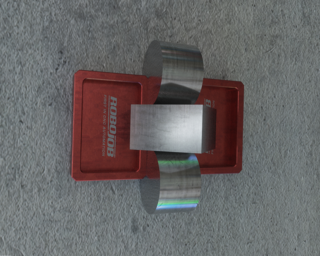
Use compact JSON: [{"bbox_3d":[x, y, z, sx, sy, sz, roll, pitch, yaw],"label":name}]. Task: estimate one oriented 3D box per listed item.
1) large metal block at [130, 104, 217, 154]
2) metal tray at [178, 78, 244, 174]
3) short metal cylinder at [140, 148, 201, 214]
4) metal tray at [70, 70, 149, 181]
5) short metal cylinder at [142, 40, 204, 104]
[{"bbox_3d":[0.019,0.000,0.366,0.080,0.080,0.050,2,90,20],"label":"large metal block"},{"bbox_3d":[0.070,-0.002,0.434,0.091,0.030,0.129,2,90,-20],"label":"metal tray"},{"bbox_3d":[0.010,0.065,0.385,0.050,0.080,0.080,2,90,-20],"label":"short metal cylinder"},{"bbox_3d":[-0.062,-0.002,0.385,0.091,0.030,0.129,2,90,-20],"label":"metal tray"},{"bbox_3d":[0.013,-0.065,0.386,0.050,0.080,0.080,2,90,-20],"label":"short metal cylinder"}]
